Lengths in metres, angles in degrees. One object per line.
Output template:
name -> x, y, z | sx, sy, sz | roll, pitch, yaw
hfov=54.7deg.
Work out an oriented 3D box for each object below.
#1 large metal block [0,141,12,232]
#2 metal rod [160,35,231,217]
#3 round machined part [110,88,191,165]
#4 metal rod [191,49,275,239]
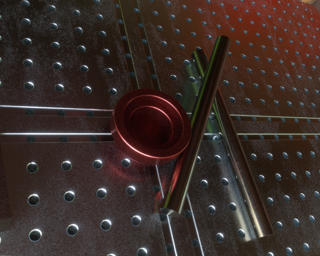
large metal block -> -0.178, 0.053, 0.264 | 0.081, 0.050, 0.080 | -7, 65, -32
metal rod -> 0.058, -0.023, 0.434 | 0.025, 0.025, 0.300 | 28, 58, -11
round machined part -> -0.014, 0.002, 0.387 | 0.099, 0.042, 0.098 | 12, 56, -17
metal rod -> 0.100, 0.007, 0.459 | 0.025, 0.025, 0.299 | -1, 62, -29
